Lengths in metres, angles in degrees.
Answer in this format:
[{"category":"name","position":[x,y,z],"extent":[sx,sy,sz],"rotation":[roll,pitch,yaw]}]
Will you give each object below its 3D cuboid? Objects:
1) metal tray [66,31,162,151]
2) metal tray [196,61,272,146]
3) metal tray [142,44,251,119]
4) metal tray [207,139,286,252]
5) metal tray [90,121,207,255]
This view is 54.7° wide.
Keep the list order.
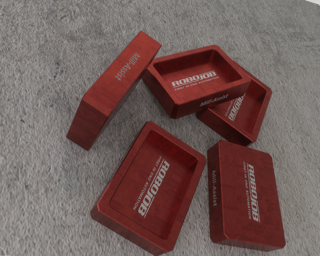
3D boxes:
[{"category":"metal tray","position":[-0.052,-0.044,0.360],"extent":[0.030,0.090,0.130],"rotation":[35,51,-6]},{"category":"metal tray","position":[0.121,-0.040,0.489],"extent":[0.090,0.030,0.130],"rotation":[36,51,-4]},{"category":"metal tray","position":[0.052,-0.070,0.443],"extent":[0.131,0.030,0.090],"rotation":[-19,57,-25]},{"category":"metal tray","position":[0.110,0.087,0.406],"extent":[0.091,0.030,0.130],"rotation":[16,55,-19]},{"category":"metal tray","position":[-0.007,0.064,0.356],"extent":[0.090,0.030,0.130],"rotation":[34,51,-6]}]
